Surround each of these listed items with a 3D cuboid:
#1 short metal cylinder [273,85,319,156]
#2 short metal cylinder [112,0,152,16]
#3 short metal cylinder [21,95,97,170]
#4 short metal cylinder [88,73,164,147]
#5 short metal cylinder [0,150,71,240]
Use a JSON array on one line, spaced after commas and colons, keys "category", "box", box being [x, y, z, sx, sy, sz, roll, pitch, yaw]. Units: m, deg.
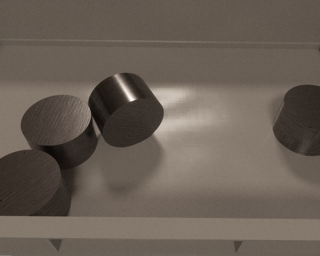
[{"category": "short metal cylinder", "box": [0.194, -0.011, 0.400, 0.081, 0.050, 0.080, 0, 50, 0]}, {"category": "short metal cylinder", "box": [-0.056, -0.265, 0.614, 0.081, 0.050, 0.080, 0, 50, 0]}, {"category": "short metal cylinder", "box": [-0.122, 0.005, 0.383, 0.081, 0.050, 0.080, 0, 50, 0]}, {"category": "short metal cylinder", "box": [-0.042, -0.022, 0.387, 0.081, 0.080, 0.050, -22, 54, -18]}, {"category": "short metal cylinder", "box": [-0.140, 0.070, 0.328, 0.081, 0.050, 0.080, 0, 50, 0]}]
